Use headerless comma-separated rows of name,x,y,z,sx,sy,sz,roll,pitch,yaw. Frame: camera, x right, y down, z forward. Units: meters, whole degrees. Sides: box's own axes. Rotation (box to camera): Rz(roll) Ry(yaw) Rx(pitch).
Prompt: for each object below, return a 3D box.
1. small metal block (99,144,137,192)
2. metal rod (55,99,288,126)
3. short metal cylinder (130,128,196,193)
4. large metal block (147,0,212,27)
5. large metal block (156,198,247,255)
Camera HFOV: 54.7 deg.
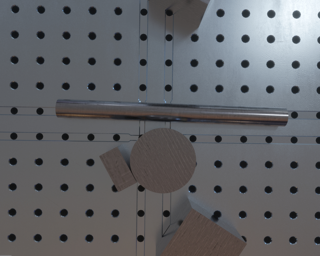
small metal block,-0.051,0.050,0.400,0.025,0.050,0.050,-28,90,0
metal rod,0.016,-0.020,0.413,0.302,0.025,0.025,2,90,-1
short metal cylinder,0.004,0.040,0.401,0.081,0.050,0.079,0,90,-1
large metal block,0.030,-0.179,0.386,0.080,0.080,0.050,27,90,-1
large metal block,0.050,0.152,0.402,0.080,0.050,0.080,34,90,-1
